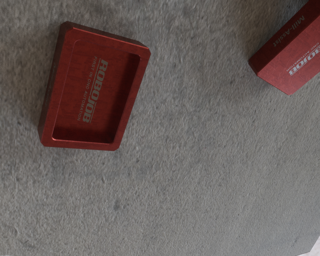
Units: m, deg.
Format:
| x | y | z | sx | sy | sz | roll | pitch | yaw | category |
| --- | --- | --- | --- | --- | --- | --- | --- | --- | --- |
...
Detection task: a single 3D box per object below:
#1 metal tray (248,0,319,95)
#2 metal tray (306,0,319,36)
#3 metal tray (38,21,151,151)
| x | y | z | sx | sy | sz | roll | pitch | yaw | category |
| --- | --- | --- | --- | --- | --- | --- | --- | --- | --- |
| 0.198 | -0.110 | 0.419 | 0.091 | 0.030 | 0.129 | 19 | 128 | -36 | metal tray |
| 0.241 | -0.192 | 0.395 | 0.090 | 0.030 | 0.130 | -24 | 138 | -2 | metal tray |
| -0.074 | -0.039 | 0.339 | 0.091 | 0.030 | 0.129 | 7 | 115 | -32 | metal tray |
